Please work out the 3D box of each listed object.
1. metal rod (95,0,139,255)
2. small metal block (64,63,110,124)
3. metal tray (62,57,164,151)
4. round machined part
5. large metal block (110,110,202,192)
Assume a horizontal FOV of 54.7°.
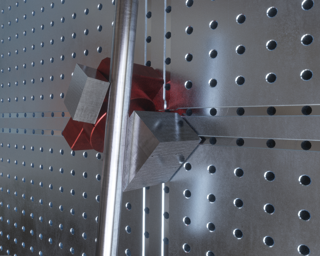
[{"bbox_3d":[-0.049,0.011,0.343,0.025,0.025,0.298,9,96,39],"label":"metal rod"},{"bbox_3d":[-0.084,-0.039,0.349,0.050,0.025,0.050,45,117,51],"label":"small metal block"},{"bbox_3d":[-0.063,-0.027,0.416,0.030,0.091,0.129,51,119,28],"label":"metal tray"},{"bbox_3d":[-0.045,-0.001,0.402,0.042,0.099,0.097,50,119,28],"label":"round machined part"},{"bbox_3d":[-0.010,0.027,0.376,0.050,0.081,0.080,50,119,28],"label":"large metal block"}]
